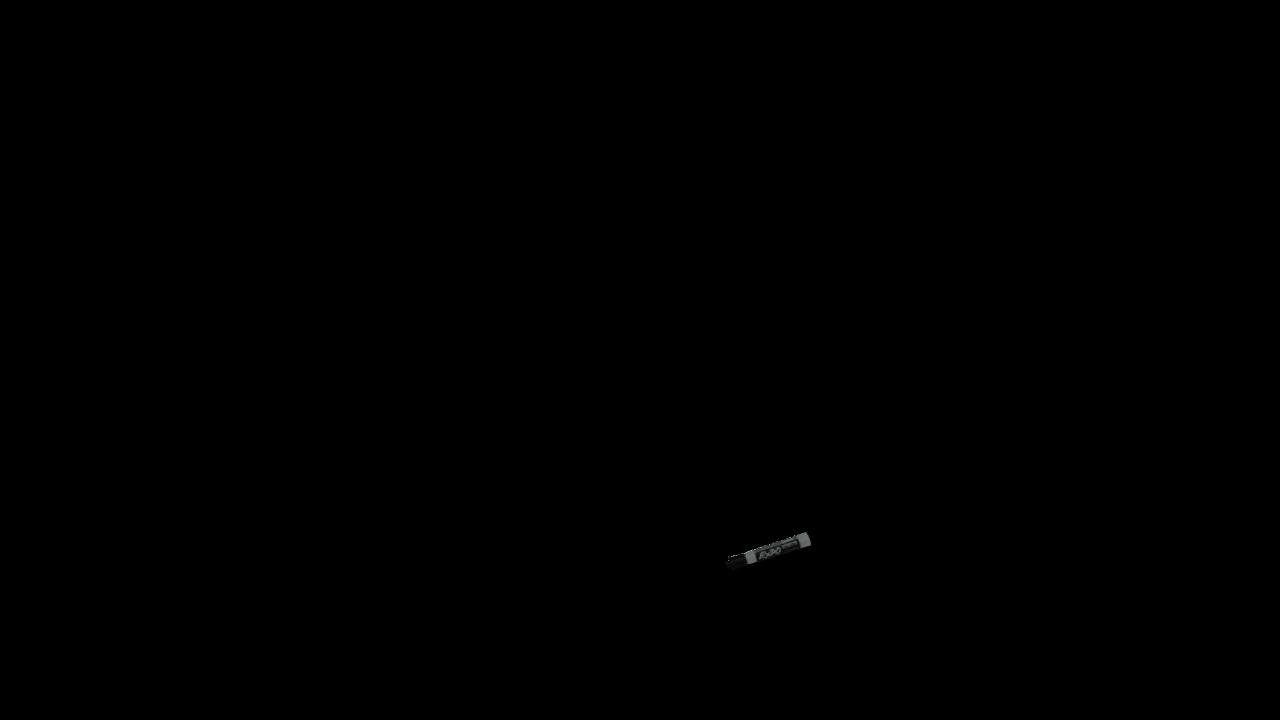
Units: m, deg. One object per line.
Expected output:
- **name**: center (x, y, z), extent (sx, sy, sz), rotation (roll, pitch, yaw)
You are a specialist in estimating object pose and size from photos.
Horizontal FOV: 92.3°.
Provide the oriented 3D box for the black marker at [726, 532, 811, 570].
- **black marker**: center (0.178, 0.268, 0.859), extent (0.121, 0.020, 0.020), rotation (-17, 0, -1)
